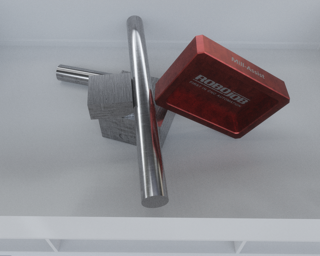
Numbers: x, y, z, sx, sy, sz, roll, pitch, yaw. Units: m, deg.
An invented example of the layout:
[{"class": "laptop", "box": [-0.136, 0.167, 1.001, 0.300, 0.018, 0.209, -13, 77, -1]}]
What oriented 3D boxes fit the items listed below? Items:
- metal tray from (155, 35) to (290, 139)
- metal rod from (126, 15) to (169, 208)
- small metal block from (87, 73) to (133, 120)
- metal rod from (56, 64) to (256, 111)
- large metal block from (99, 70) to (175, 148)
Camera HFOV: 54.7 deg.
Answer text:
[{"class": "metal tray", "box": [0.071, -0.041, 0.362, 0.131, 0.090, 0.030, 22, 47, -24]}, {"class": "metal rod", "box": [-0.022, -0.047, 0.377, 0.025, 0.025, 0.300, -5, 50, -5]}, {"class": "small metal block", "box": [-0.058, -0.039, 0.370, 0.050, 0.025, 0.050, -5, 50, -5]}, {"class": "metal rod", "box": [-0.006, -0.056, 0.451, 0.301, 0.025, 0.025, 11, 51, 9]}, {"class": "large metal block", "box": [-0.025, -0.024, 0.407, 0.080, 0.050, 0.080, 14, 51, 11]}]
